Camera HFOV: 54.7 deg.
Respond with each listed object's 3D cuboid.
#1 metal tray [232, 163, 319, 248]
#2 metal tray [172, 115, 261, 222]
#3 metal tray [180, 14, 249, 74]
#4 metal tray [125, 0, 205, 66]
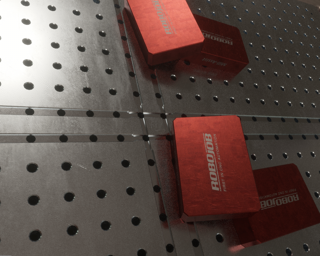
[{"bbox_3d":[0.154,0.102,0.428,0.131,0.030,0.090,-4,64,-30],"label":"metal tray"},{"bbox_3d":[0.066,0.047,0.392,0.091,0.030,0.130,-3,61,-5],"label":"metal tray"},{"bbox_3d":[0.088,-0.151,0.547,0.131,0.030,0.090,8,58,-25],"label":"metal tray"},{"bbox_3d":[0.004,-0.168,0.491,0.091,0.030,0.130,-17,69,-11],"label":"metal tray"}]
